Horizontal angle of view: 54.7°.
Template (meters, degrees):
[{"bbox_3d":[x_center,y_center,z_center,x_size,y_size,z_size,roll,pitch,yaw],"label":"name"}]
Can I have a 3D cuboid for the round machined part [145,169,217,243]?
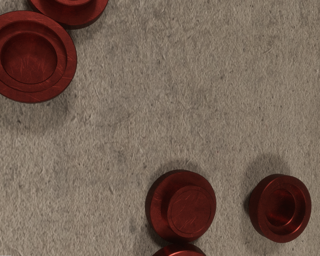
[{"bbox_3d":[0.033,0.106,0.414,0.099,0.042,0.097,0,90,-20],"label":"round machined part"}]

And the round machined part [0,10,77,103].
[{"bbox_3d":[-0.145,-0.076,0.346,0.099,0.042,0.097,0,90,-21],"label":"round machined part"}]

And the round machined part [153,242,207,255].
[{"bbox_3d":[0.019,0.194,0.404,0.099,0.042,0.097,-3,100,-19],"label":"round machined part"}]

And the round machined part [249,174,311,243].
[{"bbox_3d":[0.174,0.118,0.467,0.099,0.042,0.097,0,90,-21],"label":"round machined part"}]

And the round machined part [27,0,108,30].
[{"bbox_3d":[-0.107,-0.169,0.361,0.099,0.042,0.097,0,90,-21],"label":"round machined part"}]
